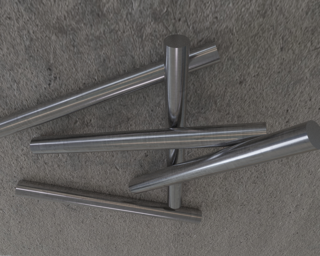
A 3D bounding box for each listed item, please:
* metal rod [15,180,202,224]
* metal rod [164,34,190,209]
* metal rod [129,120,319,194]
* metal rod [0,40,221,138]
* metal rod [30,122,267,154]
[{"bbox_3d":[-0.077,0.124,0.511,0.302,0.025,0.025,12,129,-11],"label":"metal rod"},{"bbox_3d":[0.020,0.020,0.404,0.025,0.025,0.298,-1,136,1],"label":"metal rod"},{"bbox_3d":[0.044,0.048,0.370,0.025,0.025,0.299,30,148,-23],"label":"metal rod"},{"bbox_3d":[-0.077,-0.040,0.371,0.301,0.025,0.025,-17,128,14],"label":"metal rod"},{"bbox_3d":[-0.029,0.015,0.375,0.301,0.025,0.025,-4,132,20],"label":"metal rod"}]
